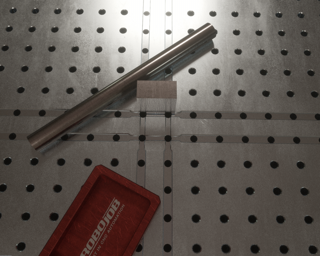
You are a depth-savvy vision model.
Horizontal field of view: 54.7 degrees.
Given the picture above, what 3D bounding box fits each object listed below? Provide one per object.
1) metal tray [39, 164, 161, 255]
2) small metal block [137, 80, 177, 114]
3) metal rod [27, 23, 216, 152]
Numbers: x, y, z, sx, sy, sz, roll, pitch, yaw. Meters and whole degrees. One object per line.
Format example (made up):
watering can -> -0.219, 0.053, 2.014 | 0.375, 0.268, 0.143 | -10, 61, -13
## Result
metal tray -> -0.068, 0.120, 0.364 | 0.090, 0.030, 0.130 | 27, 72, 9
small metal block -> -0.004, -0.040, 0.413 | 0.050, 0.050, 0.025 | 1, 70, 0
metal rod -> -0.044, -0.063, 0.434 | 0.301, 0.025, 0.025 | -35, 74, -12
